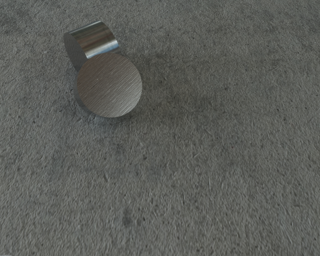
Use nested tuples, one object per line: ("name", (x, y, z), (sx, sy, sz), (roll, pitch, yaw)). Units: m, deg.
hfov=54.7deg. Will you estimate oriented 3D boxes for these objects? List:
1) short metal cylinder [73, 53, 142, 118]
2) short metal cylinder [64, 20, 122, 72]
("short metal cylinder", (-0.069, -0.053, 0.404), (0.081, 0.050, 0.079), (0, 91, -21))
("short metal cylinder", (-0.100, -0.112, 0.461), (0.050, 0.080, 0.080), (-32, 57, -24))
